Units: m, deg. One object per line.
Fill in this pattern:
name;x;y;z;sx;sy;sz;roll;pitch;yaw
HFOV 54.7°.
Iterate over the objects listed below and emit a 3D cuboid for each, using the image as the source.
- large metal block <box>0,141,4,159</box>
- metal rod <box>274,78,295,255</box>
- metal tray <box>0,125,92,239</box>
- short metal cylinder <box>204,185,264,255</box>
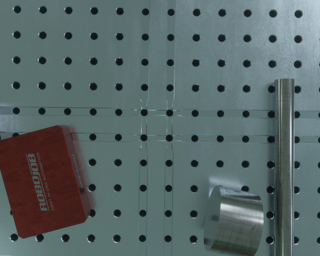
large metal block;-0.262;0.011;0.399;0.080;0.050;0.080;-12;90;0
metal rod;0.166;0.085;0.414;0.025;0.025;0.298;0;90;0
metal tray;-0.153;0.069;0.410;0.090;0.030;0.129;-15;90;0
short metal cylinder;0.089;0.116;0.387;0.050;0.080;0.080;12;90;0
